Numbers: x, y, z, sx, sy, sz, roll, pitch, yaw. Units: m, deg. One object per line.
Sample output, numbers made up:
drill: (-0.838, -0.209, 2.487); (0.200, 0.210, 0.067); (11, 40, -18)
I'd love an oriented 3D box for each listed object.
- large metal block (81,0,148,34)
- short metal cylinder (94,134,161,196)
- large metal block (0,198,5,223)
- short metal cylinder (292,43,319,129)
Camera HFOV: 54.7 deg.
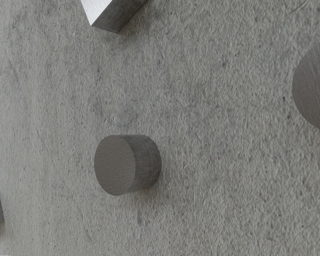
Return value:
large metal block: (-0.069, -0.198, 0.446); (0.080, 0.050, 0.080); (-35, 68, 34)
short metal cylinder: (-0.045, 0.049, 0.426); (0.080, 0.050, 0.080); (0, 90, 40)
large metal block: (-0.418, 0.197, 0.734); (0.080, 0.050, 0.080); (-32, 70, 35)
short metal cylinder: (0.159, -0.034, 0.257); (0.080, 0.050, 0.080); (0, 90, 40)
